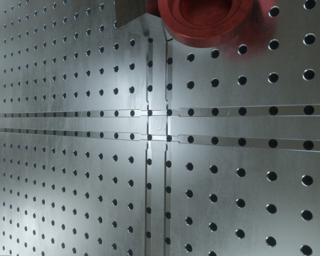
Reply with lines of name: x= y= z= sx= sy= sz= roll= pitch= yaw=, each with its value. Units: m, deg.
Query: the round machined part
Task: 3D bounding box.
round machined part: x=0.050 y=-0.131 z=0.339 sx=0.098 sy=0.042 sz=0.098 roll=-3 pitch=76 yaw=11

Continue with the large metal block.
large metal block: x=-0.008 y=-0.159 z=0.379 sx=0.050 sy=0.081 sz=0.080 roll=-10 pitch=84 yaw=43
